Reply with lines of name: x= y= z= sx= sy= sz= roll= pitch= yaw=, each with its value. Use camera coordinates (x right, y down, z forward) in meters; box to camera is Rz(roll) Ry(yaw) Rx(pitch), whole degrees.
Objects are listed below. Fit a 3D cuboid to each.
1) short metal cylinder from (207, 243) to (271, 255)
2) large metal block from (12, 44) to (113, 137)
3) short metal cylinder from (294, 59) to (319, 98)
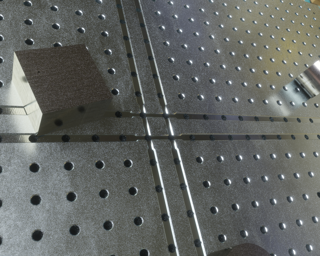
short metal cylinder: x=0.087 y=0.171 z=0.334 sx=0.081 sy=0.050 sz=0.080 roll=14 pitch=56 yaw=-21
large metal block: x=-0.114 y=-0.046 z=0.359 sx=0.081 sy=0.050 sz=0.080 roll=-18 pitch=71 yaw=-35
short metal cylinder: x=0.313 y=-0.103 z=0.603 sx=0.081 sy=0.080 sz=0.050 roll=-31 pitch=79 yaw=-38
